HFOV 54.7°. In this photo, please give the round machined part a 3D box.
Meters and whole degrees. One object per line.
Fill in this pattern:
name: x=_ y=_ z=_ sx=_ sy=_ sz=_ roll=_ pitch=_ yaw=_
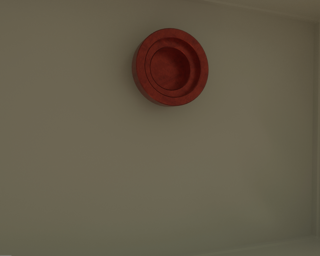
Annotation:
round machined part: x=0.010 y=-0.076 z=0.406 sx=0.099 sy=0.042 sz=0.097 roll=0 pitch=90 yaw=-21
